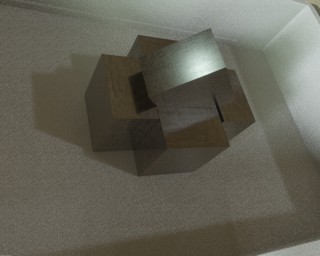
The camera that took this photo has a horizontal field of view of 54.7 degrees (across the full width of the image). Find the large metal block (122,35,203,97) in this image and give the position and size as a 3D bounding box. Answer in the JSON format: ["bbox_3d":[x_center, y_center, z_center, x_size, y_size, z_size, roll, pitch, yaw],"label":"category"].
[{"bbox_3d":[-0.002,-0.071,0.411,0.081,0.080,0.050,0,62,-28],"label":"large metal block"}]

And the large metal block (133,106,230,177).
[{"bbox_3d":[0.021,0.017,0.369,0.081,0.080,0.050,0,62,-28],"label":"large metal block"}]

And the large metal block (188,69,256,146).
[{"bbox_3d":[0.071,-0.024,0.419,0.050,0.080,0.080,0,62,-29],"label":"large metal block"}]

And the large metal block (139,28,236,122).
[{"bbox_3d":[0.033,-0.053,0.346,0.080,0.080,0.050,45,27,-62],"label":"large metal block"}]

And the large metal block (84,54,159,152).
[{"bbox_3d":[-0.048,-0.026,0.359,0.050,0.080,0.080,0,62,-28],"label":"large metal block"}]
